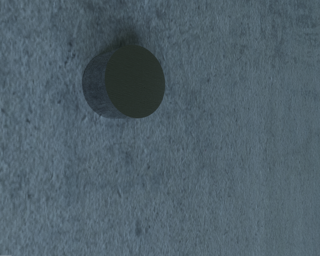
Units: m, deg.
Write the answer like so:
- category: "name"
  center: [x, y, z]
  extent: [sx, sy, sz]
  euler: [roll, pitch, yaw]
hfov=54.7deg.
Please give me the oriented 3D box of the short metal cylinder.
- category: "short metal cylinder"
  center: [-0.041, -0.050, 0.356]
  extent: [0.081, 0.050, 0.079]
  euler: [0, 90, -40]
